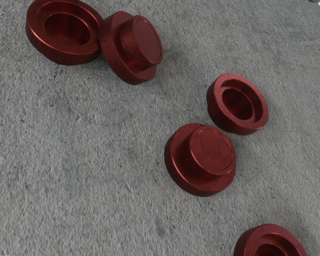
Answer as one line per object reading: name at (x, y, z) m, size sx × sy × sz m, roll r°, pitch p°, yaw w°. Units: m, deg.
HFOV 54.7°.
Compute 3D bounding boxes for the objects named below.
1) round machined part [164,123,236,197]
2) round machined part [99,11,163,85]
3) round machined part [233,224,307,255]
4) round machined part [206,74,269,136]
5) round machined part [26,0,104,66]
round machined part at (0.058, 0.036, 0.402) m, size 0.099 × 0.042 × 0.098 m, roll 14°, pitch 56°, yaw -21°
round machined part at (-0.031, -0.110, 0.415) m, size 0.098 × 0.042 × 0.098 m, roll 34°, pitch 47°, yaw -47°
round machined part at (0.125, 0.165, 0.359) m, size 0.099 × 0.042 × 0.098 m, roll 14°, pitch 56°, yaw -21°
round machined part at (0.112, -0.031, 0.472) m, size 0.099 × 0.042 × 0.098 m, roll 14°, pitch 56°, yaw -21°
round machined part at (-0.121, -0.120, 0.401) m, size 0.099 × 0.042 × 0.098 m, roll 13°, pitch 56°, yaw -21°
